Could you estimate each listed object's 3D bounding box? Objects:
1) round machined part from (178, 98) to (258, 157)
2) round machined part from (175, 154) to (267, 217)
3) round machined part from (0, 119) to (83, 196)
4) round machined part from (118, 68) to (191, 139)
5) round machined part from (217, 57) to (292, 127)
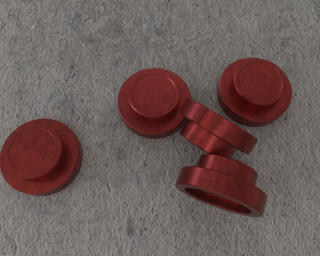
[{"bbox_3d":[0.063,0.006,0.371,0.098,0.098,0.042,33,95,11],"label":"round machined part"},{"bbox_3d":[0.070,0.062,0.347,0.098,0.098,0.042,19,72,7],"label":"round machined part"},{"bbox_3d":[-0.150,0.033,0.386,0.099,0.042,0.098,0,70,0],"label":"round machined part"},{"bbox_3d":[-0.007,-0.038,0.413,0.099,0.042,0.098,0,70,0],"label":"round machined part"},{"bbox_3d":[0.130,-0.054,0.420,0.099,0.042,0.098,0,70,0],"label":"round machined part"}]
